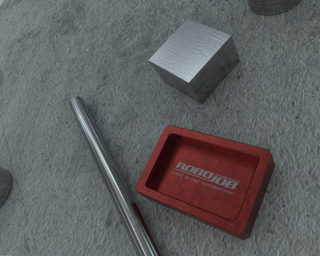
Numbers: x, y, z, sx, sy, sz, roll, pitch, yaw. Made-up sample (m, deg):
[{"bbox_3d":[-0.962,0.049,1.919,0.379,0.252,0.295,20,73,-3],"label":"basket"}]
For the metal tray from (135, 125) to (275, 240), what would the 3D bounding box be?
[{"bbox_3d":[0.047,0.054,0.342,0.130,0.030,0.090,15,69,34],"label":"metal tray"}]

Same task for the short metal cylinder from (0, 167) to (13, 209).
[{"bbox_3d":[-0.278,0.092,0.478,0.080,0.050,0.080,-13,56,21],"label":"short metal cylinder"}]

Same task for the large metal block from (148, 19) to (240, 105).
[{"bbox_3d":[0.046,-0.091,0.419,0.080,0.050,0.080,-48,51,-6],"label":"large metal block"}]

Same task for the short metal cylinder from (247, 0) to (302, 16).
[{"bbox_3d":[0.158,-0.204,0.430,0.080,0.050,0.080,-13,56,21],"label":"short metal cylinder"}]

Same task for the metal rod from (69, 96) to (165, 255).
[{"bbox_3d":[-0.066,0.055,0.405,0.025,0.025,0.300,-38,51,3],"label":"metal rod"}]
